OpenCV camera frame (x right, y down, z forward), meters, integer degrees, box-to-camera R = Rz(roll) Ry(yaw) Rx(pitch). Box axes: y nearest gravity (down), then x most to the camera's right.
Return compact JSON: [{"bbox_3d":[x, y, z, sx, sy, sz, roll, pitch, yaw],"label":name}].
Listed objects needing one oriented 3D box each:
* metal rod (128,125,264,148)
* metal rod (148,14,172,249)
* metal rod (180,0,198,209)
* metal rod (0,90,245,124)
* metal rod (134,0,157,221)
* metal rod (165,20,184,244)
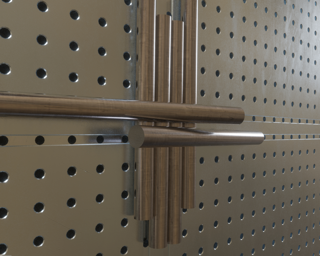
[{"bbox_3d":[0.075,0.013,0.444,0.302,0.025,0.025,2,89,-48],"label":"metal rod"},{"bbox_3d":[0.000,0.004,0.407,0.025,0.025,0.298,2,89,-40],"label":"metal rod"},{"bbox_3d":[0.040,-0.038,0.440,0.025,0.025,0.298,1,89,-40],"label":"metal rod"},{"bbox_3d":[-0.019,-0.020,0.362,0.302,0.025,0.025,1,90,-31],"label":"metal rod"},{"bbox_3d":[-0.019,-0.036,0.391,0.025,0.025,0.298,1,89,-40],"label":"metal rod"},{"bbox_3d":[0.019,0.005,0.425,0.025,0.025,0.298,1,89,-40],"label":"metal rod"}]
